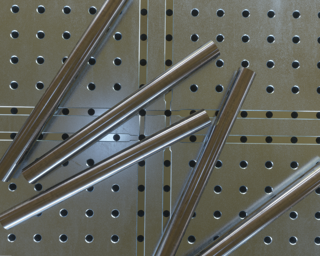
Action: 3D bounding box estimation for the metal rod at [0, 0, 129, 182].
[{"bbox_3d":[-0.129,-0.061,0.411,0.025,0.025,0.299,33,90,-1],"label":"metal rod"}]

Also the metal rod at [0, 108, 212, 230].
[{"bbox_3d":[-0.071,0.054,0.412,0.301,0.025,0.025,-27,90,-1],"label":"metal rod"}]

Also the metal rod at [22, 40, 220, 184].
[{"bbox_3d":[-0.051,-0.021,0.412,0.301,0.025,0.025,-35,90,-1],"label":"metal rod"}]

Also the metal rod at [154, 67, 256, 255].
[{"bbox_3d":[0.056,0.060,0.414,0.025,0.025,0.299,24,90,-1],"label":"metal rod"}]

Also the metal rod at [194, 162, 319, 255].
[{"bbox_3d":[0.110,0.140,0.414,0.301,0.025,0.025,-37,90,-1],"label":"metal rod"}]
